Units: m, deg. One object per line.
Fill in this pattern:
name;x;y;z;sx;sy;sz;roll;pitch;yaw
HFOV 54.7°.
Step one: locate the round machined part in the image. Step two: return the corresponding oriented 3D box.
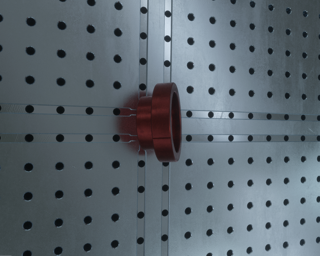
round machined part;-0.001;-0.006;0.384;0.042;0.098;0.097;-2;91;11
